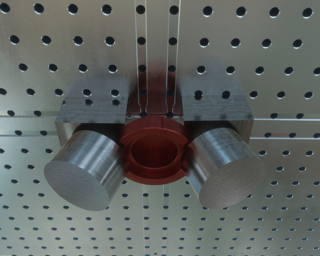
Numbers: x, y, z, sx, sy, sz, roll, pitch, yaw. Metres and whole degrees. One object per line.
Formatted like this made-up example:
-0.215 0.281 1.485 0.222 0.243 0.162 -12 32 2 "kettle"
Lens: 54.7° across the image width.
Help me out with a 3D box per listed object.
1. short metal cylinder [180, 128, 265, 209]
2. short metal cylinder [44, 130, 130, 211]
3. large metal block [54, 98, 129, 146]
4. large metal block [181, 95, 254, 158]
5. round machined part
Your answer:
0.070 0.046 0.352 0.081 0.050 0.079 -13 132 -15 "short metal cylinder"
-0.082 0.049 0.353 0.080 0.050 0.079 14 133 16 "short metal cylinder"
-0.082 0.008 0.401 0.081 0.050 0.079 0 130 -1 "large metal block"
0.068 0.005 0.400 0.080 0.050 0.079 -1 130 0 "large metal block"
-0.007 0.023 0.381 0.099 0.042 0.097 0 130 0 "round machined part"
